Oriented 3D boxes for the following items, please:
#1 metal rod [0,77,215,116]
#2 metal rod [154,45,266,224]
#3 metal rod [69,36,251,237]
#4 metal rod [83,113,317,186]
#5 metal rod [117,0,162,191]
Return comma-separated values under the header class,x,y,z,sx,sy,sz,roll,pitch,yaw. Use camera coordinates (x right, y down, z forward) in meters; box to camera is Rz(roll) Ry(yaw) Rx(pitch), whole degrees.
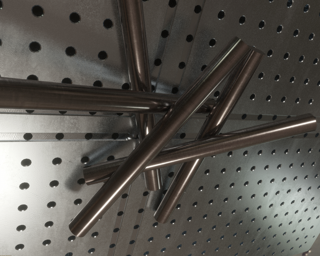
class,x,y,z,sx,sy,sz,roll,pitch,yaw
metal rod,-0.036,-0.028,0.328,0.302,0.025,0.025,-1,120,-45
metal rod,0.057,0.027,0.435,0.025,0.025,0.298,6,124,-32
metal rod,-0.008,0.019,0.363,0.025,0.025,0.299,32,105,-39
metal rod,0.052,0.027,0.402,0.302,0.025,0.025,-13,126,-2
metal rod,-0.021,-0.038,0.376,0.025,0.025,0.298,-19,126,-18
